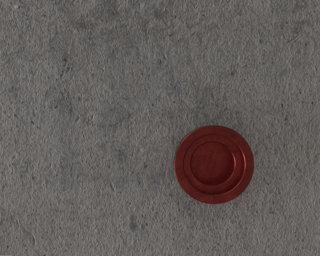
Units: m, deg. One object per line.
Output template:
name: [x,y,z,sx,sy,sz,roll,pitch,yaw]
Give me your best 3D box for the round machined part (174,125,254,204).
round machined part: [0.067,0.045,0.402,0.099,0.042,0.097,0,90,0]
